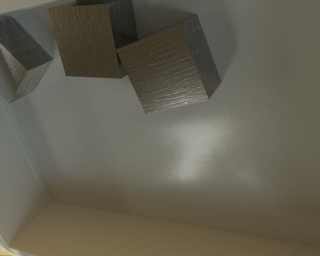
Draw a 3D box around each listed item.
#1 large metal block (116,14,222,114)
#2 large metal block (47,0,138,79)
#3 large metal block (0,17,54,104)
[{"bbox_3d":[0.012,-0.068,0.344,0.080,0.050,0.080,-11,113,33],"label":"large metal block"},{"bbox_3d":[-0.074,-0.106,0.366,0.080,0.050,0.079,7,121,25],"label":"large metal block"},{"bbox_3d":[-0.214,-0.096,0.446,0.080,0.050,0.080,47,129,-5],"label":"large metal block"}]
